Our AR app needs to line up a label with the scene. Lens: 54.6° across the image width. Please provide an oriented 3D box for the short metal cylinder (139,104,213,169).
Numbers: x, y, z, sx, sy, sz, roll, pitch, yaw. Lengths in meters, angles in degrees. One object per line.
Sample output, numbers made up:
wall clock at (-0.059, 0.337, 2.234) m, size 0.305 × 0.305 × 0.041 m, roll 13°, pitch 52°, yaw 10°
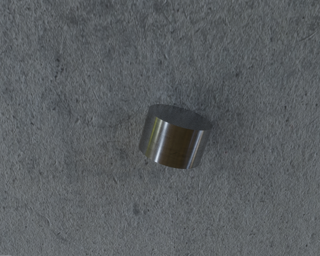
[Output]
short metal cylinder at (0.019, 0.008, 0.384) m, size 0.080 × 0.080 × 0.050 m, roll 14°, pitch 110°, yaw -5°
